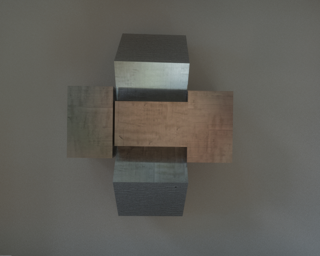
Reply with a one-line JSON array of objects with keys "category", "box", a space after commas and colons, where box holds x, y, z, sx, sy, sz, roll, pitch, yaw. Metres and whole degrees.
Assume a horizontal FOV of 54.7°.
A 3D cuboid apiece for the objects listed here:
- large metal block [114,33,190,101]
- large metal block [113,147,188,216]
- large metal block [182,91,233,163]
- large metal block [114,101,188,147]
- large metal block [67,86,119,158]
[{"category": "large metal block", "box": [-0.009, -0.075, 0.376, 0.081, 0.080, 0.050, 2, 128, 0]}, {"category": "large metal block", "box": [-0.011, 0.066, 0.376, 0.081, 0.080, 0.050, 1, 48, -1]}, {"category": "large metal block", "box": [0.056, -0.002, 0.383, 0.050, 0.080, 0.080, 1, 90, 0]}, {"category": "large metal block", "box": [-0.010, -0.005, 0.383, 0.081, 0.080, 0.050, 1, 90, 0]}, {"category": "large metal block", "box": [-0.077, -0.007, 0.382, 0.050, 0.080, 0.080, 1, 90, 0]}]
